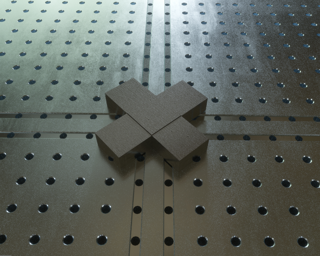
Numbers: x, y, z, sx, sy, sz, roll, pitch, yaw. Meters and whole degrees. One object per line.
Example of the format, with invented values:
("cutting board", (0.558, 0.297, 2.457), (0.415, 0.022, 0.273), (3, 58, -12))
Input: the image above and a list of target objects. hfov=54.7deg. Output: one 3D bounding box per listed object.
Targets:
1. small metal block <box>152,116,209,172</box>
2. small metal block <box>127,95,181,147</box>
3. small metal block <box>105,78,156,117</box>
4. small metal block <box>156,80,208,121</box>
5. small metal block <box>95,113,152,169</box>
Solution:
("small metal block", (0.025, 0.019, 0.392), (0.050, 0.025, 0.050), (-34, 58, -25))
("small metal block", (-0.008, -0.011, 0.415), (0.050, 0.025, 0.050), (-34, 58, -26))
("small metal block", (-0.041, -0.039, 0.440), (0.050, 0.025, 0.050), (-34, 58, -25))
("small metal block", (0.030, -0.035, 0.437), (0.050, 0.025, 0.050), (-34, 58, -26))
("small metal block", (-0.046, 0.016, 0.394), (0.050, 0.025, 0.050), (-34, 58, -26))
